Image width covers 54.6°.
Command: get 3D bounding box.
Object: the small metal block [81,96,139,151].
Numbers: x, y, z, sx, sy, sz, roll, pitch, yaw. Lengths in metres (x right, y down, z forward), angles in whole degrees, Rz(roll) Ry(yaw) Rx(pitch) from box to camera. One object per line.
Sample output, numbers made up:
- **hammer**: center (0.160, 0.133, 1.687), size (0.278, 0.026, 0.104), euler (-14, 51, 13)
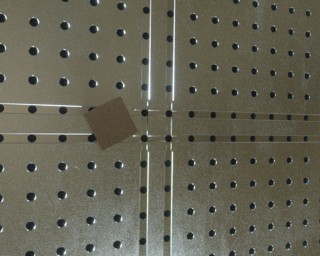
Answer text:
- **small metal block**: center (-0.063, -0.006, 0.389), size (0.050, 0.025, 0.050), euler (-29, 100, -18)
